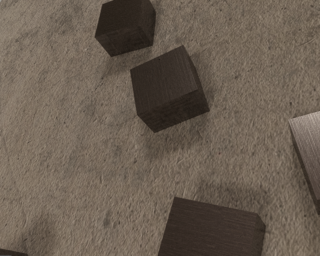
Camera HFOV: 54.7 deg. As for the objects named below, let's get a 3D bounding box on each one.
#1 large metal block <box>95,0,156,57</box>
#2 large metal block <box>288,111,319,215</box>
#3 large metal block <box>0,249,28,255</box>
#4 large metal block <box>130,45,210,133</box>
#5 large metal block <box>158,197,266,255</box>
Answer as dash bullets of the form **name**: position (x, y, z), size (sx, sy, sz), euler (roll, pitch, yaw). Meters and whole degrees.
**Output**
- **large metal block**: position (-0.056, -0.175, 0.523), size (0.080, 0.050, 0.080), euler (-9, 58, 23)
- **large metal block**: position (0.172, 0.026, 0.282), size (0.080, 0.050, 0.080), euler (-17, 55, 18)
- **large metal block**: position (-0.208, 0.188, 0.360), size (0.080, 0.080, 0.050), euler (-41, 51, 0)
- **large metal block**: position (0.012, -0.051, 0.412), size (0.080, 0.050, 0.080), euler (-22, 54, 14)
- **large metal block**: position (0.048, 0.117, 0.290), size (0.080, 0.050, 0.080), euler (5, 64, 30)
